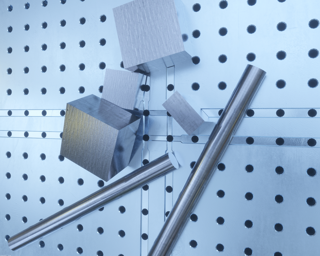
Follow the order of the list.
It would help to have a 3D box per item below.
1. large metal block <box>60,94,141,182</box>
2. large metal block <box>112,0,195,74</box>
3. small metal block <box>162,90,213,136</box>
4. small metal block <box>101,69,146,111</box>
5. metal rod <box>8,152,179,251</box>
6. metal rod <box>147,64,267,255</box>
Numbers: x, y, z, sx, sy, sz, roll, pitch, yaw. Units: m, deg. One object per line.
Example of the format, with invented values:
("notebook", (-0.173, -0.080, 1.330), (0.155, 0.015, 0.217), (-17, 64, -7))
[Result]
("large metal block", (-0.081, 0.011, 0.415), (0.080, 0.050, 0.079), (27, 119, 18))
("large metal block", (-0.007, -0.121, 0.402), (0.080, 0.050, 0.080), (-13, 86, 19))
("small metal block", (0.035, -0.018, 0.387), (0.025, 0.050, 0.050), (-44, 77, 15))
("small metal block", (-0.051, -0.053, 0.430), (0.050, 0.025, 0.050), (11, 94, 19))
("metal rod", (-0.107, 0.113, 0.450), (0.300, 0.025, 0.025), (-30, 81, 17))
("metal rod", (0.051, 0.061, 0.394), (0.025, 0.025, 0.298), (29, 99, 17))
